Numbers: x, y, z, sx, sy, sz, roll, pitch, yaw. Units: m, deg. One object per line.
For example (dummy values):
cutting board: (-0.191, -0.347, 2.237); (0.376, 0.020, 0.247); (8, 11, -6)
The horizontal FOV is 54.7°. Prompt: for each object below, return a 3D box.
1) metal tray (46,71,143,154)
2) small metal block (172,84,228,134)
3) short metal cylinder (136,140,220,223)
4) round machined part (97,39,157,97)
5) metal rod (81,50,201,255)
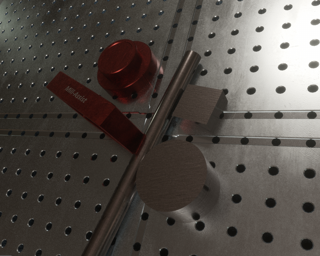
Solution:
metal tray: (-0.087, -0.022, 0.423); (0.130, 0.090, 0.030); (31, 79, 37)
small metal block: (0.051, -0.025, 0.396); (0.050, 0.025, 0.050); (16, 70, 34)
short metal cylinder: (0.021, 0.059, 0.344); (0.080, 0.050, 0.080); (-13, 57, 21)
round machined part: (-0.058, -0.100, 0.488); (0.098, 0.042, 0.098); (-13, 56, 20)
metal rod: (-0.016, 0.025, 0.399); (0.025, 0.025, 0.300); (14, 69, 33)
